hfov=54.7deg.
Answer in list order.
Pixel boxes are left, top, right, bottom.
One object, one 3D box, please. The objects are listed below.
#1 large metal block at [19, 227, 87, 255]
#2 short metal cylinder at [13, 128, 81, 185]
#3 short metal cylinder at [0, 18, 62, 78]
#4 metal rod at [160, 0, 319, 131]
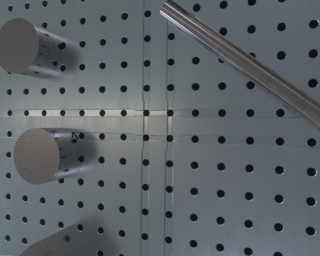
[{"bbox_3d":[-0.148,0.198,0.435,0.050,0.080,0.080,-42,77,15],"label":"large metal block"},{"bbox_3d":[-0.166,0.039,0.458,0.080,0.050,0.080,0,90,20],"label":"short metal cylinder"},{"bbox_3d":[-0.199,-0.119,0.469,0.080,0.050,0.080,0,90,20],"label":"short metal cylinder"},{"bbox_3d":[0.119,-0.064,0.370,0.300,0.025,0.025,40,103,15],"label":"metal rod"}]
